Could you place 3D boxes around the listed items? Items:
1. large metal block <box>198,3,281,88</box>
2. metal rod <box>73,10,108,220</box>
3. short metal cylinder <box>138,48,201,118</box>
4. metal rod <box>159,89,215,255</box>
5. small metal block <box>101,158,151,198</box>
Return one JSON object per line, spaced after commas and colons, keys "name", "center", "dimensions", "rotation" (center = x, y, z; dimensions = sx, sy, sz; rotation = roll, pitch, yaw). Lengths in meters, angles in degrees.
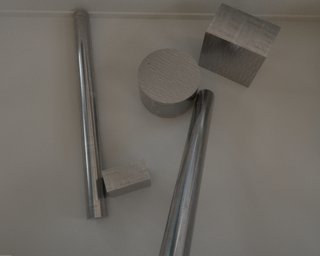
{"name": "large metal block", "center": [0.103, -0.109, 0.422], "dimensions": [0.080, 0.080, 0.050], "rotation": [26, 72, 9]}
{"name": "metal rod", "center": [-0.097, -0.031, 0.419], "dimensions": [0.025, 0.025, 0.299], "rotation": [-8, 70, -3]}
{"name": "short metal cylinder", "center": [0.012, -0.059, 0.418], "dimensions": [0.081, 0.050, 0.080], "rotation": [0, 70, 0]}
{"name": "metal rod", "center": [0.030, 0.053, 0.318], "dimensions": [0.025, 0.025, 0.301], "rotation": [14, 42, 5]}
{"name": "small metal block", "center": [-0.039, 0.061, 0.373], "dimensions": [0.050, 0.050, 0.025], "rotation": [-16, 71, -6]}
